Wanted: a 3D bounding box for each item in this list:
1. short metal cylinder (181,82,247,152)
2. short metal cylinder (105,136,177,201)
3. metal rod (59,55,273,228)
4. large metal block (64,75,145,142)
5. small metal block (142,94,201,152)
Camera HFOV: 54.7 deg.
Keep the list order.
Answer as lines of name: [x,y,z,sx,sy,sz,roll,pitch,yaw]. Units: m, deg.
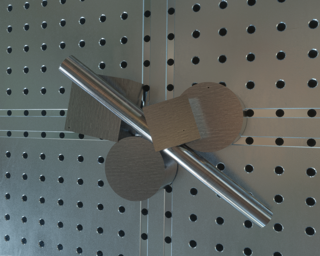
short metal cylinder: [0.061,-0.012,0.374,0.080,0.050,0.079,0,90,20]
short metal cylinder: [-0.024,0.050,0.404,0.080,0.050,0.079,0,90,20]
metal rod: [0.006,0.015,0.369,0.300,0.025,0.025,38,103,1]
large metal block: [-0.074,-0.029,0.419,0.080,0.050,0.079,12,94,19]
small metal block: [0.013,-0.004,0.343,0.050,0.025,0.050,-17,84,1]
